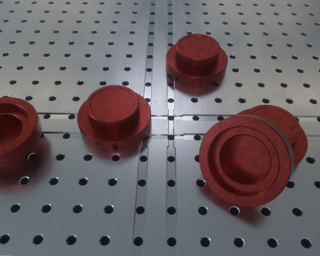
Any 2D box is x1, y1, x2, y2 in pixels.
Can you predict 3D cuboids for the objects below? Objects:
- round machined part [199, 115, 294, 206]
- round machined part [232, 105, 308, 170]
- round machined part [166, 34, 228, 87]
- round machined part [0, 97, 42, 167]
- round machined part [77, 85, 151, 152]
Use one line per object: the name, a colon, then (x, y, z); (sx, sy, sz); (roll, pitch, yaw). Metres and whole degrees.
round machined part: (0.097, 0.033, 0.345); (0.098, 0.097, 0.042); (32, 22, 24)
round machined part: (0.136, 0.009, 0.390); (0.099, 0.042, 0.098); (0, 50, 0)
round machined part: (0.059, -0.113, 0.492); (0.099, 0.042, 0.098); (0, 50, 0)
round machined part: (-0.198, 0.010, 0.387); (0.099, 0.042, 0.098); (0, 50, 0)
round machined part: (-0.061, -0.020, 0.413); (0.099, 0.042, 0.098); (0, 50, 0)
